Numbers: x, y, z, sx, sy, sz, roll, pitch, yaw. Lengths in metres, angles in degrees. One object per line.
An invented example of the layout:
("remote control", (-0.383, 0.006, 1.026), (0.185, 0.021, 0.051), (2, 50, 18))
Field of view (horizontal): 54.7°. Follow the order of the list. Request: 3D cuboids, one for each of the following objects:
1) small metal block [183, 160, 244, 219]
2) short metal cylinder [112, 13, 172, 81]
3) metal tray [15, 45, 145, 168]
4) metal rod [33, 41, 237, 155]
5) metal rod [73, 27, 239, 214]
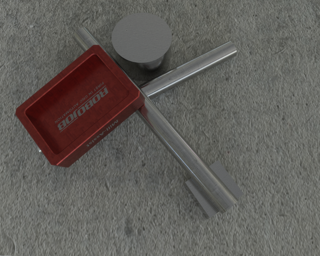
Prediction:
("small metal block", (0.065, 0.076, 0.382), (0.050, 0.025, 0.050), (-32, 73, -11))
("short metal cylinder", (-0.024, -0.113, 0.436), (0.081, 0.050, 0.080), (0, 70, 0))
("metal tray", (-0.096, -0.026, 0.374), (0.130, 0.030, 0.090), (-40, 74, -2))
("metal rod", (-0.026, -0.046, 0.426), (0.302, 0.025, 0.025), (-28, 73, -10))
("metal rod", (-0.015, -0.020, 0.390), (0.025, 0.025, 0.300), (-37, 75, -13))
